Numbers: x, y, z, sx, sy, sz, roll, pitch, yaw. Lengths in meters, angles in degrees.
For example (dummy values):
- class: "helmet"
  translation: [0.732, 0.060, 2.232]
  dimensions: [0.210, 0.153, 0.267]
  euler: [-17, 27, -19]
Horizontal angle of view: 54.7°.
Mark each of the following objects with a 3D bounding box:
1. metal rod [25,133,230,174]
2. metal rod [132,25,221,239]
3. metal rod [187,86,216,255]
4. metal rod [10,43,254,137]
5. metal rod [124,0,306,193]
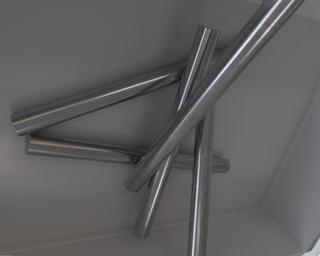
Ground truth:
- class: "metal rod"
  translation: [-0.020, 0.039, 0.421]
  dimensions: [0.302, 0.025, 0.025]
  euler: [10, 113, -33]
- class: "metal rod"
  translation: [0.013, 0.022, 0.395]
  dimensions: [0.025, 0.025, 0.298]
  euler: [3, 117, -30]
- class: "metal rod"
  translation: [0.054, 0.083, 0.410]
  dimensions: [0.025, 0.025, 0.298]
  euler: [2, 92, -30]
- class: "metal rod"
  translation: [-0.016, -0.053, 0.366]
  dimensions: [0.302, 0.025, 0.025]
  euler: [-20, 126, -16]
- class: "metal rod"
  translation: [0.034, -0.017, 0.326]
  dimensions: [0.025, 0.025, 0.298]
  euler: [8, 137, -32]
